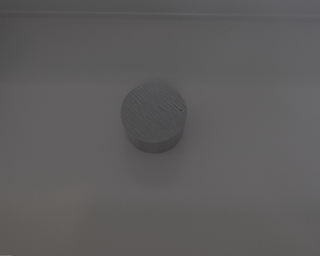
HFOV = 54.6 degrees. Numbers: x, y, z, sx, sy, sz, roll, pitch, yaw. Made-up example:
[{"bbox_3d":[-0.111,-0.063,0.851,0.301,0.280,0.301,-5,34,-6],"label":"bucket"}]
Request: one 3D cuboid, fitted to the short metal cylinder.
[{"bbox_3d":[-0.008,-0.012,0.401,0.080,0.050,0.080,0,70,0],"label":"short metal cylinder"}]
